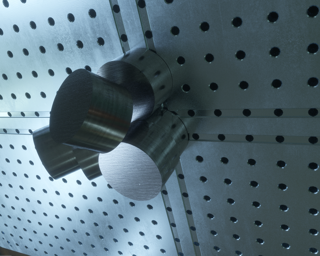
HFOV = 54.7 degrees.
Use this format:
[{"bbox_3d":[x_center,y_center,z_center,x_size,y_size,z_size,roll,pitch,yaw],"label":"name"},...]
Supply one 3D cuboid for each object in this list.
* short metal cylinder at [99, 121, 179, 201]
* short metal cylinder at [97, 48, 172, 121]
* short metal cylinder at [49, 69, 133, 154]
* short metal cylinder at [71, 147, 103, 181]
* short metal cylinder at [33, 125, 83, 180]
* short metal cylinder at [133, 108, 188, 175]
[{"bbox_3d":[-0.024,0.038,0.364,0.080,0.050,0.079,13,124,21],"label":"short metal cylinder"},{"bbox_3d":[-0.032,-0.052,0.379,0.080,0.050,0.079,13,124,21],"label":"short metal cylinder"},{"bbox_3d":[-0.074,-0.017,0.331,0.080,0.080,0.050,-26,147,37],"label":"short metal cylinder"},{"bbox_3d":[-0.088,0.026,0.429,0.050,0.080,0.080,-24,111,-7],"label":"short metal cylinder"},{"bbox_3d":[-0.147,0.030,0.463,0.050,0.080,0.080,-24,111,-8],"label":"short metal cylinder"},{"bbox_3d":[-0.009,0.019,0.411,0.080,0.050,0.079,13,124,21],"label":"short metal cylinder"}]
